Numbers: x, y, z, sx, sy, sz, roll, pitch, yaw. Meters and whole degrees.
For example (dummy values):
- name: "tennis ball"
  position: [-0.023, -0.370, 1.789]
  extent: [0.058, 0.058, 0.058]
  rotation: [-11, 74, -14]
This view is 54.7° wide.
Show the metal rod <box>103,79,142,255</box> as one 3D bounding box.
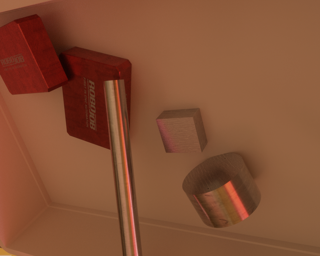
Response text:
- name: "metal rod"
  position: [-0.042, 0.091, 0.385]
  extent: [0.025, 0.025, 0.298]
  rotation: [-1, 100, 28]

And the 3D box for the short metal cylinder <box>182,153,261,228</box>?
- name: "short metal cylinder"
  position: [0.075, 0.074, 0.379]
  extent: [0.080, 0.080, 0.050]
  rotation: [-20, 108, 35]

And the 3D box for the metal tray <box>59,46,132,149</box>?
- name: "metal tray"
  position: [-0.087, -0.037, 0.427]
  extent: [0.090, 0.030, 0.129]
  rotation: [17, 125, 17]

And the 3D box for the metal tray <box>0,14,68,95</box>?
- name: "metal tray"
  position: [-0.186, -0.093, 0.420]
  extent: [0.130, 0.030, 0.090]
  rotation: [4, 121, 45]

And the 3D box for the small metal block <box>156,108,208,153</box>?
- name: "small metal block"
  position: [0.028, 0.004, 0.395]
  extent: [0.050, 0.025, 0.050]
  rotation: [-3, 117, 29]
